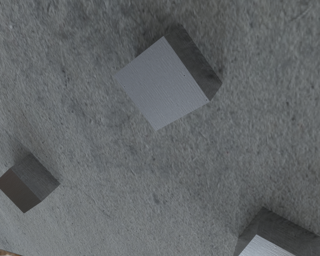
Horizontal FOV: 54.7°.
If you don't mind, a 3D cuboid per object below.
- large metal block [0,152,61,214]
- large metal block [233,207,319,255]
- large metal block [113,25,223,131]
[{"bbox_3d":[-0.250,0.105,0.584,0.080,0.050,0.080,-34,100,38],"label":"large metal block"},{"bbox_3d":[0.152,0.165,0.412,0.080,0.050,0.079,27,128,10],"label":"large metal block"},{"bbox_3d":[0.010,-0.055,0.351,0.080,0.050,0.080,-29,103,37],"label":"large metal block"}]
